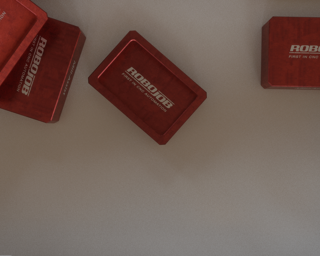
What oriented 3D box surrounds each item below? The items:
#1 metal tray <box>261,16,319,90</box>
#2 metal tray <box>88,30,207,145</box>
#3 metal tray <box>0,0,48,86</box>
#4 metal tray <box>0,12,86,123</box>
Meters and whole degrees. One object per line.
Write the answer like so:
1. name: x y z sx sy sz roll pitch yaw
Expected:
1. metal tray: 0.204 -0.097 0.410 0.131 0.030 0.089 1 90 0
2. metal tray: -0.016 -0.051 0.408 0.130 0.030 0.090 41 90 0
3. metal tray: -0.204 -0.106 0.352 0.090 0.030 0.130 35 90 -36
4. metal tray: -0.162 -0.080 0.407 0.090 0.030 0.129 18 90 0
